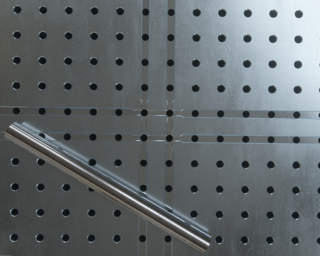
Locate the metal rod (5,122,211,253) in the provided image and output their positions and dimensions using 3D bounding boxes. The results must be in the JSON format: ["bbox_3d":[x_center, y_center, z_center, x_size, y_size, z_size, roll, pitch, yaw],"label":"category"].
[{"bbox_3d":[-0.068,0.079,0.412,0.301,0.025,0.025,31,90,0],"label":"metal rod"}]
